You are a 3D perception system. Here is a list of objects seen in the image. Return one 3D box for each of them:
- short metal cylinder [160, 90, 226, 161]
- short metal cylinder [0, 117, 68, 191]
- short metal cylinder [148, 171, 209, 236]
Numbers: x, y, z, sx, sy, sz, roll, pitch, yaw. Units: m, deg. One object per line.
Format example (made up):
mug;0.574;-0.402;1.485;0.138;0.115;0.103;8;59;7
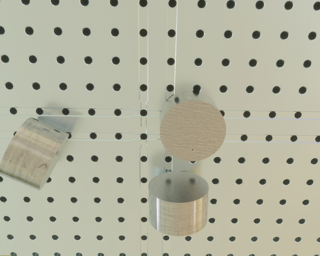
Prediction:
short metal cylinder;0.040;-0.004;0.399;0.081;0.050;0.079;0;110;0
short metal cylinder;-0.158;0.033;0.395;0.050;0.080;0.080;26;108;-9
short metal cylinder;0.025;0.100;0.421;0.081;0.080;0.050;-1;110;0
